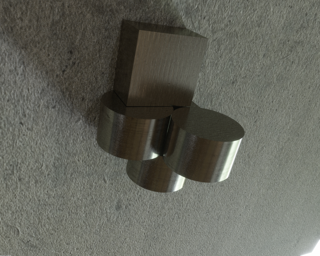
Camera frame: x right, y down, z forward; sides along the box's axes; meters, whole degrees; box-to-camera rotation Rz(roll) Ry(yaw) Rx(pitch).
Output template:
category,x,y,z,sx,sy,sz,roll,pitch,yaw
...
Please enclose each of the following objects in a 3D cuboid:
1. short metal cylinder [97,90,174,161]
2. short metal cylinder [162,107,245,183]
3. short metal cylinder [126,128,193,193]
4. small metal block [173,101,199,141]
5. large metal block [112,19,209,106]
category,x,y,z,sx,sy,sz,roll,pitch,yaw
short metal cylinder,-0.029,-0.006,0.354,0.081,0.080,0.050,-2,120,-28
short metal cylinder,0.047,0.016,0.344,0.081,0.080,0.050,-2,120,-28
short metal cylinder,0.001,0.037,0.397,0.081,0.080,0.050,-1,119,-28
small metal block,0.022,-0.015,0.398,0.025,0.050,0.050,1,118,-29
large metal block,-0.002,-0.071,0.348,0.081,0.050,0.079,-2,119,-28
